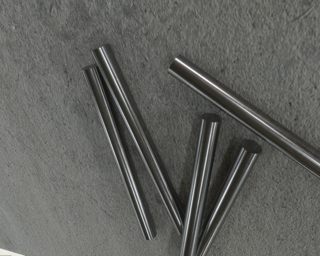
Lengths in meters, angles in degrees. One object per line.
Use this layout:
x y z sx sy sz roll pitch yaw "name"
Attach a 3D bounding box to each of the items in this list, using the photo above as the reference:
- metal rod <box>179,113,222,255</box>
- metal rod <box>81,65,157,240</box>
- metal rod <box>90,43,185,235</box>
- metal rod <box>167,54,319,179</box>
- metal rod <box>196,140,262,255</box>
0.049 0.119 0.436 0.025 0.025 0.298 16 120 19 "metal rod"
-0.054 0.051 0.466 0.025 0.025 0.298 -1 118 29 "metal rod"
-0.019 0.029 0.434 0.025 0.025 0.299 -10 113 32 "metal rod"
0.138 0.014 0.342 0.301 0.025 0.025 36 129 4 "metal rod"
0.078 0.138 0.451 0.025 0.025 0.298 24 127 13 "metal rod"
